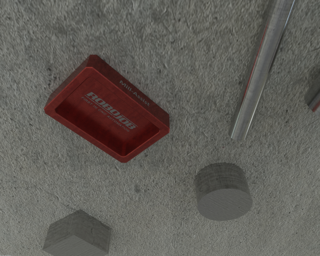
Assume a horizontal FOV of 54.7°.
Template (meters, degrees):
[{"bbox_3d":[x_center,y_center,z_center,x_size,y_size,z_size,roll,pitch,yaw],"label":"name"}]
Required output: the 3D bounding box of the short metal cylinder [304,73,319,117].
[{"bbox_3d":[0.211,-0.037,0.342,0.081,0.080,0.050,12,129,-10],"label":"short metal cylinder"}]

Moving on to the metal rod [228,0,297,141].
[{"bbox_3d":[0.118,-0.104,0.319,0.025,0.025,0.298,4,130,-4],"label":"metal rod"}]

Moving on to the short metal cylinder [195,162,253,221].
[{"bbox_3d":[0.096,0.099,0.476,0.081,0.050,0.079,0,130,0],"label":"short metal cylinder"}]

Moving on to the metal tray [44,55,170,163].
[{"bbox_3d":[-0.062,-0.018,0.388,0.090,0.030,0.130,-36,122,26],"label":"metal tray"}]

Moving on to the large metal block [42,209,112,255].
[{"bbox_3d":[-0.148,0.201,0.560,0.080,0.050,0.080,-30,124,23],"label":"large metal block"}]
